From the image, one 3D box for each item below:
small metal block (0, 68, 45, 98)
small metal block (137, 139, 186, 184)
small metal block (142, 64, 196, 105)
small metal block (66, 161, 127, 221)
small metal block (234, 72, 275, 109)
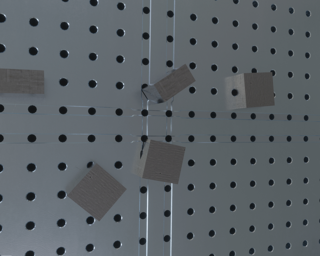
[{"bbox_3d":[-0.155,-0.048,0.342,0.050,0.050,0.025,-1,91,-20],"label":"small metal block"},{"bbox_3d":[0.002,0.044,0.413,0.050,0.025,0.050,14,86,-20],"label":"small metal block"},{"bbox_3d":[0.010,-0.056,0.403,0.050,0.050,0.025,-36,102,-16],"label":"small metal block"},{"bbox_3d":[-0.079,0.077,0.384,0.050,0.025,0.050,44,76,-15],"label":"small metal block"},{"bbox_3d":[0.141,-0.056,0.464,0.050,0.025,0.050,-6,92,-20],"label":"small metal block"}]
